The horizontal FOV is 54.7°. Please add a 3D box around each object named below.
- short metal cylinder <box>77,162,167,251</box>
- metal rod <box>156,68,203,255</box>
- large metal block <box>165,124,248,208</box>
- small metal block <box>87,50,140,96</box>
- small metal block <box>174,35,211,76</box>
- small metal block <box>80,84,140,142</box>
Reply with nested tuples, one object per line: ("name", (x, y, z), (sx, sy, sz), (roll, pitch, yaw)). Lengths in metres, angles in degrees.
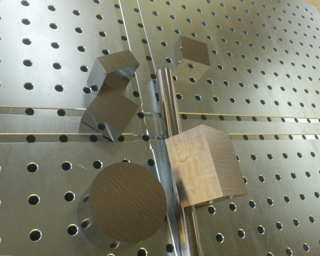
("short metal cylinder", (-0.040, 0.082, 0.322), (0.081, 0.050, 0.080), (14, 56, -21))
("metal rod", (0.023, 0.049, 0.391), (0.025, 0.025, 0.299), (7, 59, -25))
("large metal block", (0.057, 0.047, 0.371), (0.080, 0.050, 0.080), (15, 56, -55))
("small metal block", (-0.062, -0.072, 0.404), (0.050, 0.050, 0.025), (-25, 75, -37))
("small metal block", (0.052, -0.120, 0.511), (0.050, 0.025, 0.050), (11, 57, -23))
("small metal block", (-0.062, -0.019, 0.387), (0.050, 0.025, 0.050), (34, 51, -8))
